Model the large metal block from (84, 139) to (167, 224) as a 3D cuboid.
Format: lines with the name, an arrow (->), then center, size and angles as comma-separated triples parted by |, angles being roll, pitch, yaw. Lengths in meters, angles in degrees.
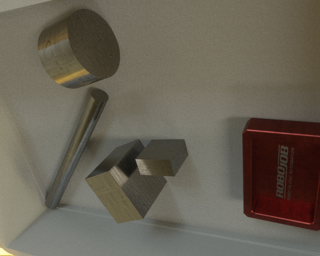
large metal block -> -0.045, 0.075, 0.442 | 0.050, 0.080, 0.080 | -23, 107, 36

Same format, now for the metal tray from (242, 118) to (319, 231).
metal tray -> 0.146, 0.055, 0.361 | 0.090, 0.030, 0.129 | 5, 121, 25

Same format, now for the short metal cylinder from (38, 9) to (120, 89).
short metal cylinder -> -0.093, -0.091, 0.364 | 0.050, 0.080, 0.080 | -12, 113, 33

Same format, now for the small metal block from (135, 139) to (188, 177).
small metal block -> 0.004, 0.039, 0.413 | 0.050, 0.050, 0.025 | -2, 118, 28

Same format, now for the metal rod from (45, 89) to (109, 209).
metal rod -> -0.147, 0.052, 0.515 | 0.025, 0.025, 0.298 | 37, 129, 3
